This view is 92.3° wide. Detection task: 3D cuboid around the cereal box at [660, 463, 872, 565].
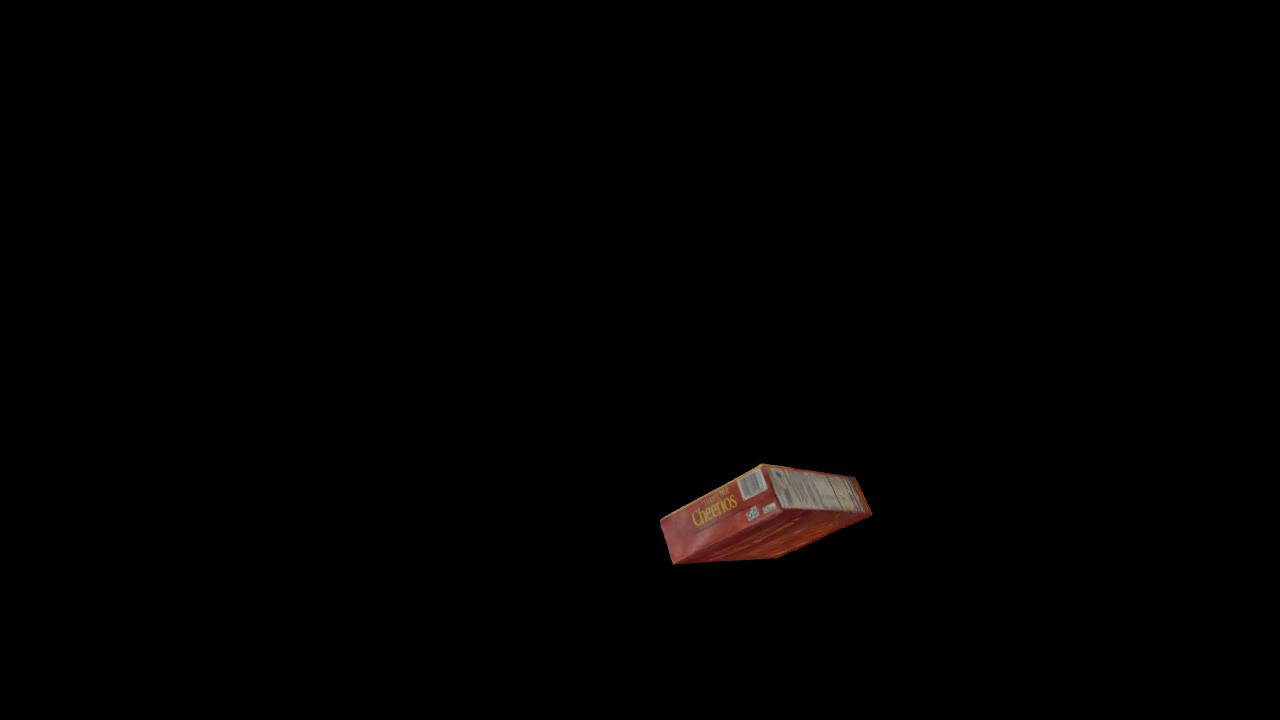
[{"bbox_3d":[0.205,0.247,0.965,0.203,0.081,0.306,-37,-34,30],"label":"cereal box"}]
